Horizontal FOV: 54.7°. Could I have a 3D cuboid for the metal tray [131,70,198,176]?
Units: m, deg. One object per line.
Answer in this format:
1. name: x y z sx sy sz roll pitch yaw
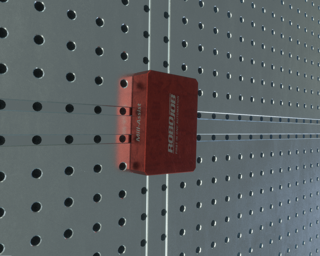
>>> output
1. metal tray: 0.008 -0.005 0.414 0.091 0.030 0.129 3 88 -40
